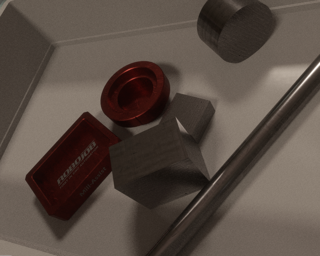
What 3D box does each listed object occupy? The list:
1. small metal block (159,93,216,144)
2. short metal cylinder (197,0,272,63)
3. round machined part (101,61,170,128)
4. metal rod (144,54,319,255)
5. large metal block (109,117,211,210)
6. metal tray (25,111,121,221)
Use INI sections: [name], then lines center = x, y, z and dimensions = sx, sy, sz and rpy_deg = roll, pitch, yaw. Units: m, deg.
[small metal block]
center = 0.035, -0.013, 0.395
dimensions = 0.050, 0.025, 0.050
rpy_deg = 18, 71, 34
[short metal cylinder]
center = 0.096, -0.132, 0.401
dimensions = 0.080, 0.080, 0.050
rpy_deg = -37, 51, 3
[round machined part]
center = -0.030, -0.043, 0.435
dimensions = 0.098, 0.042, 0.098
rpy_deg = -13, 56, 20
[metal rod]
center = 0.091, 0.034, 0.336
dimensions = 0.300, 0.025, 0.025
rpy_deg = -48, 52, -6
[large metal block]
center = 0.002, 0.043, 0.342
dimensions = 0.080, 0.080, 0.050
rpy_deg = -25, 53, 13
[metal tray]
center = -0.116, 0.049, 0.431
dimensions = 0.130, 0.030, 0.090
rpy_deg = -49, 52, -7
